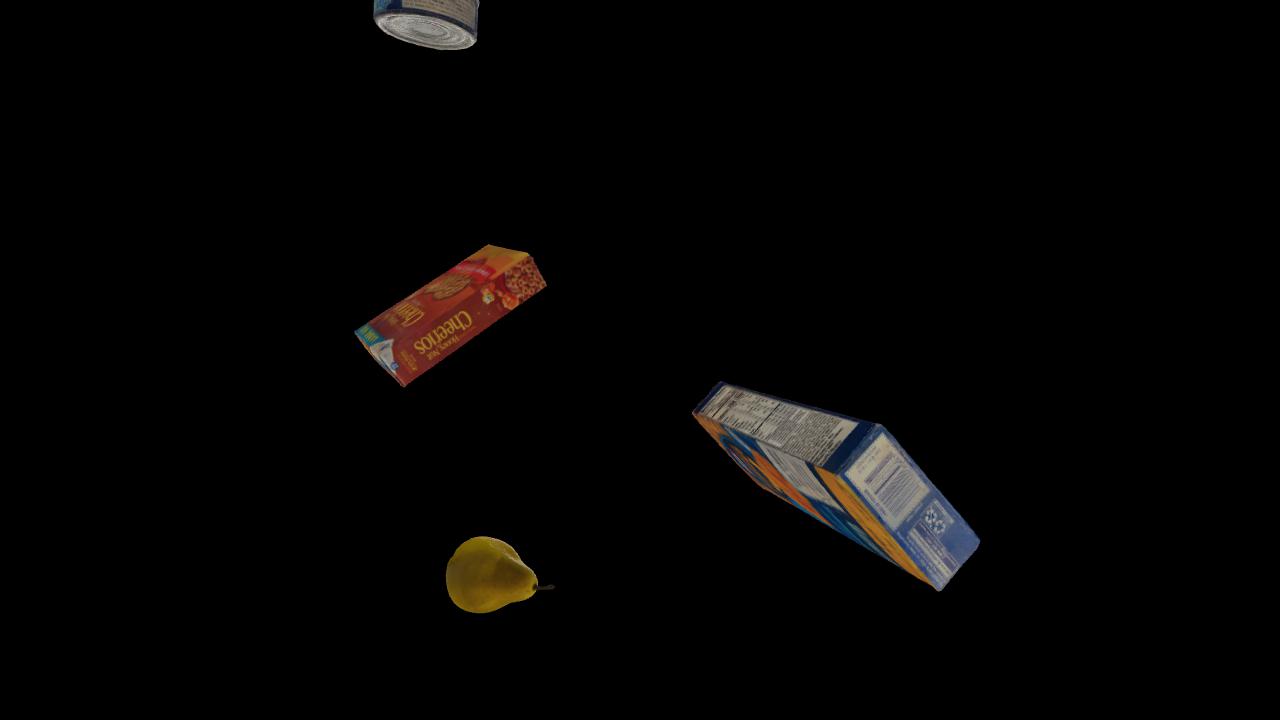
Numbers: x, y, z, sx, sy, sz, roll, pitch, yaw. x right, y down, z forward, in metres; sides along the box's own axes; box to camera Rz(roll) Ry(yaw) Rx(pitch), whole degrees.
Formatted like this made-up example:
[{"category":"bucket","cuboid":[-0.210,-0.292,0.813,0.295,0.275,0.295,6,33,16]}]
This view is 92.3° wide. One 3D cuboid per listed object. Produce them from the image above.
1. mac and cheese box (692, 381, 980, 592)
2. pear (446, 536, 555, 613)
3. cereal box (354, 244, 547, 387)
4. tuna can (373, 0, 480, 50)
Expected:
[{"category":"mac and cheese box","cuboid":[0.106,0.066,0.385,0.093,0.041,0.184,45,-9,-15]},{"category":"pear","cuboid":[-0.140,0.220,0.614,0.111,0.080,0.080,3,2,37]},{"category":"cereal box","cuboid":[-0.341,-0.092,1.101,0.306,0.081,0.203,-38,31,-20]},{"category":"tuna can","cuboid":[-0.179,-0.292,0.517,0.084,0.034,0.084,5,9,-1]}]
